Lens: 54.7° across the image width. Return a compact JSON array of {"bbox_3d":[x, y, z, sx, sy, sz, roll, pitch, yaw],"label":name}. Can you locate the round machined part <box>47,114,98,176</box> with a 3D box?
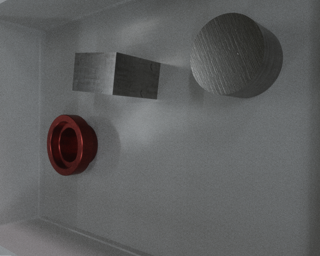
[{"bbox_3d":[-0.140,0.027,0.508,0.098,0.042,0.097,0,90,39],"label":"round machined part"}]

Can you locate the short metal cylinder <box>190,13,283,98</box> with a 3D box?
[{"bbox_3d":[0.079,-0.073,0.324,0.080,0.050,0.079,0,90,39],"label":"short metal cylinder"}]

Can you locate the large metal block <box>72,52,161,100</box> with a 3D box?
[{"bbox_3d":[-0.058,-0.069,0.417,0.080,0.081,0.050,10,97,39],"label":"large metal block"}]
